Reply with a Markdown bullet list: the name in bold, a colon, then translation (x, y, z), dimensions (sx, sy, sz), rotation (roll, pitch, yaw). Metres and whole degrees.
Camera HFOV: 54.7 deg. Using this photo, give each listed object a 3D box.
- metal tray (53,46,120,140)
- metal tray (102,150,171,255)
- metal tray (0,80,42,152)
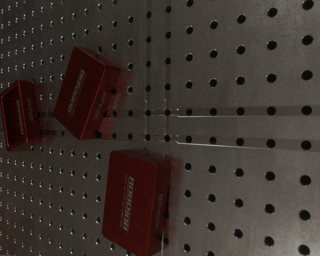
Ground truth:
- **metal tray**: translation (-0.123, -0.056, 0.505), dimensions (0.090, 0.030, 0.129), rotation (36, 112, 33)
- **metal tray**: translation (-0.035, 0.102, 0.433), dimensions (0.090, 0.030, 0.129), rotation (11, 97, 39)
- **metal tray**: translation (-0.291, -0.024, 0.641), dimensions (0.090, 0.030, 0.129), rotation (-21, 77, 37)
